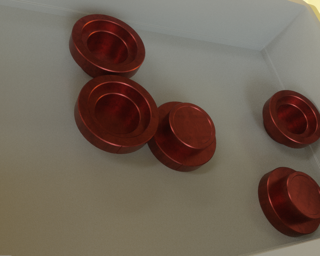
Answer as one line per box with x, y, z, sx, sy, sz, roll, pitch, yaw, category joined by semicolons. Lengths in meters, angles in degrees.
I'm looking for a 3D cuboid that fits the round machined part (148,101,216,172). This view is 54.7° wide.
0.034;0.005;0.412;0.099;0.042;0.098;14;56;-21;round machined part

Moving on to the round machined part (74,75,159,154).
-0.054;-0.013;0.374;0.099;0.042;0.098;14;56;-21;round machined part

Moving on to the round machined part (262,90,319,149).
0.213;-0.011;0.512;0.099;0.042;0.098;8;62;-15;round machined part

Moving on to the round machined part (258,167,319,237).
0.193;0.100;0.440;0.099;0.042;0.098;14;56;-21;round machined part

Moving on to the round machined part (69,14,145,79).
-0.073;-0.103;0.419;0.099;0.042;0.098;14;56;-21;round machined part
